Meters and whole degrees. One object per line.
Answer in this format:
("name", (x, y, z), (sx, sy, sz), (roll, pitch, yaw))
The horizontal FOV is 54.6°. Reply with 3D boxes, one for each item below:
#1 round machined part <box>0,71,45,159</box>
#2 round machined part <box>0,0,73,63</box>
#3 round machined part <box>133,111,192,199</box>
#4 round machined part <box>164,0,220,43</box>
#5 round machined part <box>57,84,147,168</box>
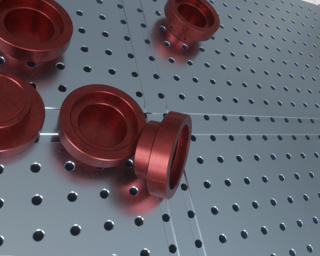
("round machined part", (-0.170, -0.020, 0.318), (0.099, 0.042, 0.098), (13, 56, -21))
("round machined part", (-0.161, -0.120, 0.383), (0.099, 0.042, 0.098), (13, 56, -21))
("round machined part", (0.003, 0.028, 0.354), (0.042, 0.098, 0.098), (13, 51, 16))
("round machined part", (0.051, -0.188, 0.539), (0.099, 0.042, 0.098), (13, 56, -21))
("round machined part", (-0.068, 0.001, 0.359), (0.099, 0.042, 0.098), (13, 56, -20))
